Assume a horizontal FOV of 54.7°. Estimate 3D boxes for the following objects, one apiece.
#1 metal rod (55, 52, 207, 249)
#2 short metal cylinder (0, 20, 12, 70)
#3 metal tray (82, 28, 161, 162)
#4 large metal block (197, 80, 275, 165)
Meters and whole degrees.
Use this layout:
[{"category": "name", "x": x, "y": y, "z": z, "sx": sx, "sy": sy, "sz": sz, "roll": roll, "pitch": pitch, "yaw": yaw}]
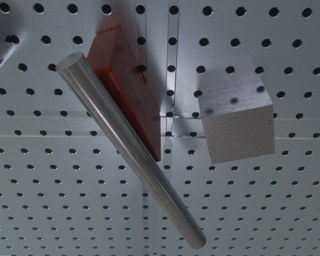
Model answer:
[{"category": "metal rod", "x": -0.010, "y": 0.050, "z": 0.334, "sx": 0.025, "sy": 0.025, "sz": 0.299, "roll": -19, "pitch": 128, "yaw": 15}, {"category": "short metal cylinder", "x": -0.205, "y": -0.084, "z": 0.322, "sx": 0.081, "sy": 0.050, "sz": 0.079, "roll": 0, "pitch": 130, "yaw": 0}, {"category": "metal tray", "x": -0.035, "y": -0.031, "z": 0.342, "sx": 0.030, "sy": 0.090, "sz": 0.130, "roll": -16, "pitch": 129, "yaw": 13}, {"category": "large metal block", "x": 0.096, "y": -0.005, "z": 0.392, "sx": 0.080, "sy": 0.050, "sz": 0.080, "roll": -12, "pitch": 129, "yaw": 9}]
